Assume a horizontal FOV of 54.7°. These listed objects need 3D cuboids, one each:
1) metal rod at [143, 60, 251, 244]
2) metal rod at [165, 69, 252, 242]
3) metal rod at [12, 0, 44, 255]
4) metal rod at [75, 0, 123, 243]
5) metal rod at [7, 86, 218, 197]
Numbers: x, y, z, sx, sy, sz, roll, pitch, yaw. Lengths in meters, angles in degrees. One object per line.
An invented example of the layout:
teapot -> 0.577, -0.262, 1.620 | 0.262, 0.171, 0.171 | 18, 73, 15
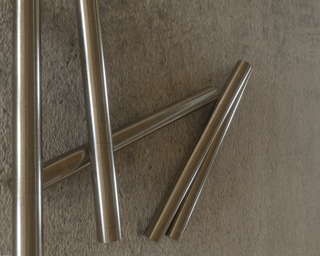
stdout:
metal rod -> 0.061, 0.021, 0.446 | 0.025, 0.025, 0.300 | 44, 67, -32
metal rod -> 0.080, 0.024, 0.471 | 0.025, 0.025, 0.300 | 42, 65, -32
metal rod -> -0.119, 0.013, 0.278 | 0.025, 0.025, 0.298 | 3, 80, -40
metal rod -> -0.067, -0.035, 0.324 | 0.025, 0.025, 0.298 | -3, 85, -40
metal rod -> -0.029, 0.004, 0.379 | 0.302, 0.025, 0.025 | -27, 107, -37
